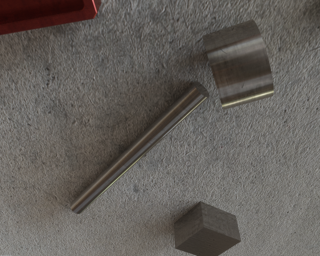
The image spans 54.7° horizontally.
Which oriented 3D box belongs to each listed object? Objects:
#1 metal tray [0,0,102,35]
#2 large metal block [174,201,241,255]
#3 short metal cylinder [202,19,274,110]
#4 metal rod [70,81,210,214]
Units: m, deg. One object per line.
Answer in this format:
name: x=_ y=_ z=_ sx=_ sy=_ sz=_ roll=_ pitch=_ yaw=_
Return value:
metal tray: x=-0.130 y=-0.139 z=0.283 sx=0.131 sy=0.030 sz=0.090 roll=-8 pitch=130 yaw=6
large metal block: x=0.082 y=0.184 z=0.549 sx=0.080 sy=0.050 sz=0.080 roll=26 pitch=125 yaw=-21
short metal cylinder: x=0.079 y=-0.064 z=0.318 sx=0.050 sy=0.080 sz=0.080 roll=-16 pitch=129 yaw=12
metal rod: x=-0.044 y=0.043 z=0.443 sx=0.025 sy=0.025 sz=0.299 roll=32 pitch=123 yaw=-24
